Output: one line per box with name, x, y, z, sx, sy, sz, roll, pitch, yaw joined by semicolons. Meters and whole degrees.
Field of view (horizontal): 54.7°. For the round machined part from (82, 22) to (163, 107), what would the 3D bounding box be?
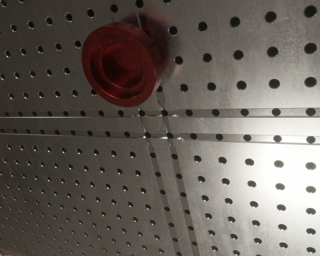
round machined part;-0.041;-0.078;0.372;0.098;0.042;0.097;13;124;20
